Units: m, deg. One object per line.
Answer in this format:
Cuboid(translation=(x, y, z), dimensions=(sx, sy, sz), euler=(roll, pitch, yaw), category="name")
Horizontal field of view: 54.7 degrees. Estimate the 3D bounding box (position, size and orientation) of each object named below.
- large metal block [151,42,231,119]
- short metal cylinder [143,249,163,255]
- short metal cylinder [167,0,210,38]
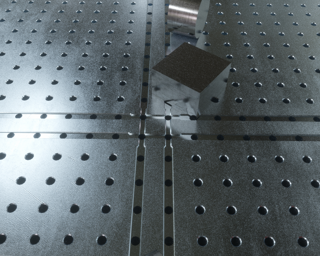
Cuboid(translation=(0.045, -0.072, 0.452), dimensions=(0.080, 0.050, 0.080), euler=(31, 56, 23), category="large metal block")
Cuboid(translation=(-0.007, 0.147, 0.248), dimensions=(0.050, 0.080, 0.080), euler=(-24, 54, -19), category="short metal cylinder")
Cuboid(translation=(0.051, -0.203, 0.544), dimensions=(0.050, 0.080, 0.080), euler=(18, 52, 14), category="short metal cylinder")
